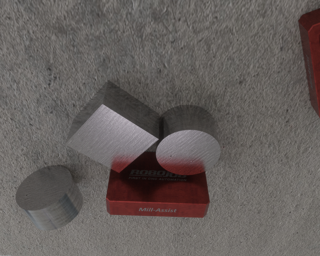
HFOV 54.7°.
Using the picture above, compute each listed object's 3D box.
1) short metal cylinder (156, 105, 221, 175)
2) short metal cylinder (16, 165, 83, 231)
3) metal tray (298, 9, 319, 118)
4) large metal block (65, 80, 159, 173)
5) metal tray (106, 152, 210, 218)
[{"bbox_3d":[0.035,0.016,0.405,0.081,0.050,0.079,0,130,0],"label":"short metal cylinder"},{"bbox_3d":[-0.161,0.102,0.456,0.080,0.080,0.050,-8,130,6],"label":"short metal cylinder"},{"bbox_3d":[0.212,-0.076,0.340,0.090,0.030,0.130,-19,128,15],"label":"metal tray"},{"bbox_3d":[-0.058,0.001,0.391,0.080,0.050,0.080,33,123,-25],"label":"large metal block"},{"bbox_3d":[-0.003,0.075,0.428,0.131,0.090,0.030,3,130,-3],"label":"metal tray"}]
